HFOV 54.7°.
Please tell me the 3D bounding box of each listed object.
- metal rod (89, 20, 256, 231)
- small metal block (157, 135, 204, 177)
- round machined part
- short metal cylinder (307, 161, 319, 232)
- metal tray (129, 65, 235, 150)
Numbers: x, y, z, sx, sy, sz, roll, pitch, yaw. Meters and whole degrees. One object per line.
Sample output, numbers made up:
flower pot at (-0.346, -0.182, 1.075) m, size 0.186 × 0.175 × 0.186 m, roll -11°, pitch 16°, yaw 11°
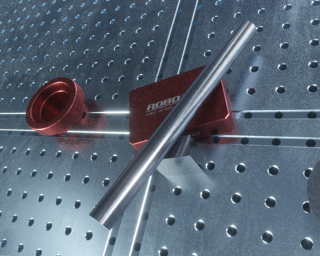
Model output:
metal rod at (0.029, -0.020, 0.347) m, size 0.025 × 0.025 × 0.301 m, roll 21°, pitch 62°, yaw 35°
small metal block at (0.020, 0.034, 0.360) m, size 0.050 × 0.050 × 0.025 m, roll -10°, pitch 58°, yaw 22°
round machined part at (-0.162, -0.030, 0.499) m, size 0.098 × 0.042 × 0.098 m, roll -13°, pitch 56°, yaw 20°
short metal cylinder at (0.171, 0.063, 0.264) m, size 0.080 × 0.050 × 0.080 m, roll -13°, pitch 56°, yaw 20°
metal tray at (0.024, -0.026, 0.407) m, size 0.130 × 0.030 × 0.090 m, roll -16°, pitch 55°, yaw 18°
